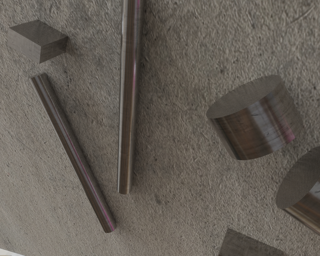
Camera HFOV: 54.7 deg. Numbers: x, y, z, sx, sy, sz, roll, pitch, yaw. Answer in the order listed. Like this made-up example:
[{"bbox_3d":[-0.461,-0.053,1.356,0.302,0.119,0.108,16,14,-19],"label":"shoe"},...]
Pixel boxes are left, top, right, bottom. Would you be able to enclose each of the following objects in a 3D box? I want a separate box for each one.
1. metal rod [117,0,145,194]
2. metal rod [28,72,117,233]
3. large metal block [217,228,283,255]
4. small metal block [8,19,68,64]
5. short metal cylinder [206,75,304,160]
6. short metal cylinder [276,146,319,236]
[{"bbox_3d":[-0.042,-0.025,0.413,0.025,0.025,0.298,19,126,17],"label":"metal rod"},{"bbox_3d":[-0.136,0.053,0.511,0.025,0.025,0.298,-5,116,30],"label":"metal rod"},{"bbox_3d":[0.123,0.206,0.454,0.080,0.050,0.079,20,126,16],"label":"large metal block"},{"bbox_3d":[-0.158,-0.114,0.404,0.050,0.050,0.025,31,128,8],"label":"small metal block"},{"bbox_3d":[0.095,-0.011,0.315,0.080,0.080,0.050,-22,106,36],"label":"short metal cylinder"},{"bbox_3d":[0.168,0.066,0.323,0.050,0.080,0.079,35,129,5],"label":"short metal cylinder"}]
